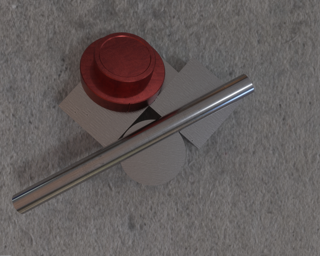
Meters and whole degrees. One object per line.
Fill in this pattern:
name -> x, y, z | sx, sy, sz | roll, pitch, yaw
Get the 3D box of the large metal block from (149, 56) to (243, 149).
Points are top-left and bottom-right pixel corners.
large metal block -> 0.044, -0.031, 0.399 | 0.080, 0.050, 0.080 | 41, 90, -1

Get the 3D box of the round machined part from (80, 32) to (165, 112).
round machined part -> -0.042, -0.071, 0.358 | 0.099, 0.042, 0.098 | 5, 64, -10

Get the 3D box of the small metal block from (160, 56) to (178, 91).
small metal block -> -0.011, -0.069, 0.410 | 0.050, 0.025, 0.050 | 43, 90, -1

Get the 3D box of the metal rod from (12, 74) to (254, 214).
metal rod -> -0.030, 0.018, 0.361 | 0.301, 0.025, 0.025 | -28, 90, 0

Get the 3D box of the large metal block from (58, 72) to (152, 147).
large metal block -> -0.066, -0.029, 0.397 | 0.080, 0.050, 0.080 | 42, 90, -1

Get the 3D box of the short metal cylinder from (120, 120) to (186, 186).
short metal cylinder -> -0.009, 0.029, 0.398 | 0.081, 0.050, 0.079 | 0, 90, -1
